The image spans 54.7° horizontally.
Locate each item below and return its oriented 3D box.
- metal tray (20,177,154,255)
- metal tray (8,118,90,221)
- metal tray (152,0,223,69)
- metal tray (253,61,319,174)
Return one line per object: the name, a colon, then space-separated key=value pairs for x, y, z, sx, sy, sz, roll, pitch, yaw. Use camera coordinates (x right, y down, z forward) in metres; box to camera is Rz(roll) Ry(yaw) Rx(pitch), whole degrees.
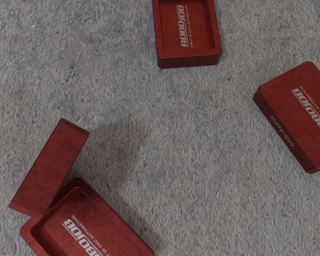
metal tray: x=-0.082 y=0.132 z=0.356 sx=0.130 sy=0.030 sz=0.090 roll=42 pitch=75 yaw=13
metal tray: x=-0.121 y=0.045 z=0.335 sx=0.030 sy=0.130 sz=0.090 roll=31 pitch=71 yaw=-16
metal tray: x=0.037 y=-0.155 z=0.461 sx=0.091 sy=0.030 sz=0.130 roll=-4 pitch=70 yaw=-2
metal tray: x=0.199 y=-0.016 z=0.413 sx=0.090 sy=0.030 sz=0.130 roll=-28 pitch=73 yaw=-10
